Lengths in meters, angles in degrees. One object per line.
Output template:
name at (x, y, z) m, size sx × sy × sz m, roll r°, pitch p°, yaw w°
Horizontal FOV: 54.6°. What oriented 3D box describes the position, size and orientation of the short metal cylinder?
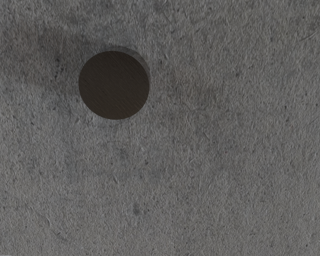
short metal cylinder at (-0.052, -0.056, 0.375) m, size 0.080 × 0.050 × 0.079 m, roll 0°, pitch 110°, yaw 0°
